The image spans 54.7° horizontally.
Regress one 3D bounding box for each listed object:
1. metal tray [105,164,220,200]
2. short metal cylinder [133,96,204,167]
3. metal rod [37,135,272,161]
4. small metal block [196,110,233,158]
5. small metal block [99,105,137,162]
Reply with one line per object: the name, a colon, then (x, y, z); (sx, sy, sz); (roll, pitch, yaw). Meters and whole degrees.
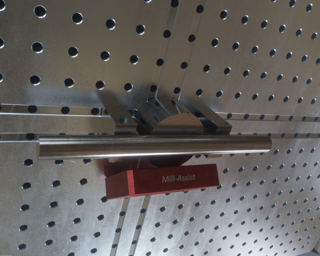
metal tray: (0.002, 0.073, 0.418); (0.131, 0.090, 0.030); (0, 75, -29)
short metal cylinder: (0.009, 0.005, 0.403); (0.081, 0.050, 0.079); (-14, 124, -21)
metal rod: (0.016, 0.020, 0.368); (0.303, 0.025, 0.025); (1, 118, -28)
small metal block: (0.070, 0.008, 0.438); (0.025, 0.050, 0.050); (-1, 119, -28)
small metal block: (-0.052, 0.005, 0.370); (0.025, 0.050, 0.050); (-1, 119, -28)
